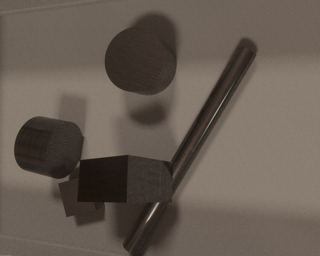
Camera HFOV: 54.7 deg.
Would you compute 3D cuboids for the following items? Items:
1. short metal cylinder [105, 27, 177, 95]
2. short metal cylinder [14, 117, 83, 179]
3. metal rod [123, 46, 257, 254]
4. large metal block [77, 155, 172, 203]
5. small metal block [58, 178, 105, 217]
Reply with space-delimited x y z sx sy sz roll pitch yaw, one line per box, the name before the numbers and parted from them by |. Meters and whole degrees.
short metal cylinder | -0.024 -0.085 0.405 0.080 0.050 0.079 0 90 19
short metal cylinder | -0.153 0.027 0.434 0.050 0.080 0.079 10 94 19
metal rod | 0.033 0.035 0.398 0.025 0.025 0.299 32 100 17
large metal block | -0.041 0.065 0.379 0.080 0.080 0.050 -9 74 37
small metal block | -0.114 0.097 0.449 0.050 0.025 0.050 -18 84 18
